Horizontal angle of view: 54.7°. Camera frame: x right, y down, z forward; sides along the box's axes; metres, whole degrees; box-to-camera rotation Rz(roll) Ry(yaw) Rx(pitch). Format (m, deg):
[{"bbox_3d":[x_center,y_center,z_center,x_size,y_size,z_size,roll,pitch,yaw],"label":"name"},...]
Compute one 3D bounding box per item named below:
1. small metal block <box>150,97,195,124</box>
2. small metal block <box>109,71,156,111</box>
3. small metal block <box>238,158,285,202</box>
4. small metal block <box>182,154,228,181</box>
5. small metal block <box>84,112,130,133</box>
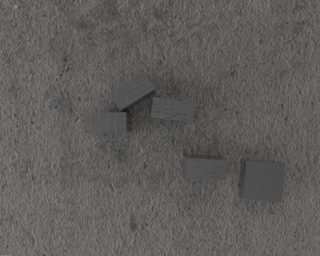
[{"bbox_3d":[0.015,-0.022,0.397,0.050,0.050,0.025,9,90,0],"label":"small metal block"},{"bbox_3d":[-0.033,-0.045,0.397,0.050,0.050,0.025,-32,90,0],"label":"small metal block"},{"bbox_3d":[0.134,0.069,0.411,0.050,0.025,0.050,5,90,0],"label":"small metal block"},{"bbox_3d":[0.056,0.050,0.398,0.050,0.050,0.025,3,90,0],"label":"small metal block"},{"bbox_3d":[-0.066,-0.006,0.397,0.050,0.050,0.025,0,90,0],"label":"small metal block"}]
